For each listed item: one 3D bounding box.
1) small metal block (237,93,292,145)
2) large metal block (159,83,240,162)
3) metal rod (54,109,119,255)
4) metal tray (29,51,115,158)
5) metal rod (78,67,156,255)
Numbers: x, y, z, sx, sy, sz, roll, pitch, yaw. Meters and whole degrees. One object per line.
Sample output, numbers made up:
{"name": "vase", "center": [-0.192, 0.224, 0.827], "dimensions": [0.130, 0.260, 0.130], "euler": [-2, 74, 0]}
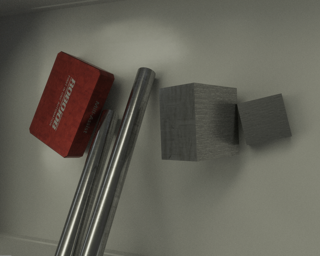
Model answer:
{"name": "small metal block", "center": [0.123, -0.010, 0.367], "dimensions": [0.050, 0.025, 0.050], "euler": [-13, 86, 19]}
{"name": "large metal block", "center": [0.047, -0.006, 0.357], "dimensions": [0.050, 0.081, 0.079], "euler": [-3, 89, 45]}
{"name": "metal rod", "center": [-0.096, 0.108, 0.362], "dimensions": [0.025, 0.025, 0.300], "euler": [0, 58, 20]}
{"name": "metal tray", "center": [-0.128, -0.033, 0.443], "dimensions": [0.090, 0.030, 0.129], "euler": [28, 99, 28]}
{"name": "metal rod", "center": [-0.053, 0.059, 0.362], "dimensions": [0.025, 0.025, 0.299], "euler": [7, 67, 19]}
